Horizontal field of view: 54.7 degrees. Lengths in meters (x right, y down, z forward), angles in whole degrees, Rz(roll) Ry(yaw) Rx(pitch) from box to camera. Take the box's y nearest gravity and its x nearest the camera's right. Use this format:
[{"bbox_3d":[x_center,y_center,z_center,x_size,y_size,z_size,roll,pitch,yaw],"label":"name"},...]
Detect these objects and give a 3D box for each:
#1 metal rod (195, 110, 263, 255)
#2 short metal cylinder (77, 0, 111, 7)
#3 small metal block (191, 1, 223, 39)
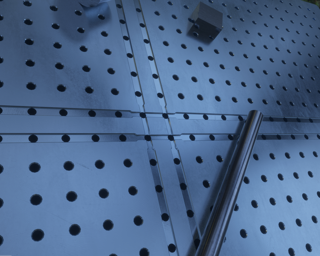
[{"bbox_3d":[0.093,0.080,0.409,0.025,0.025,0.301,36,51,-5],"label":"metal rod"},{"bbox_3d":[-0.096,-0.227,0.460,0.080,0.080,0.050,46,51,4],"label":"short metal cylinder"},{"bbox_3d":[0.088,-0.201,0.578,0.050,0.025,0.050,21,54,-16],"label":"small metal block"}]
